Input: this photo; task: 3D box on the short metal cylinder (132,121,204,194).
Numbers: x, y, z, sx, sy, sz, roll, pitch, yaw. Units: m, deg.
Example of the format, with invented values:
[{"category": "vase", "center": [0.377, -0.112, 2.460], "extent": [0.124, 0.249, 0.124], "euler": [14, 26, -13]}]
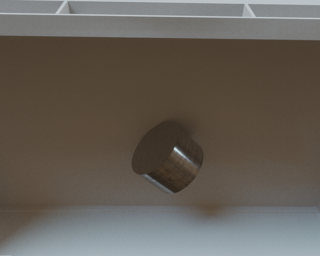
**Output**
[{"category": "short metal cylinder", "center": [0.009, 0.038, 0.405], "extent": [0.080, 0.080, 0.050], "euler": [-34, 122, 25]}]
